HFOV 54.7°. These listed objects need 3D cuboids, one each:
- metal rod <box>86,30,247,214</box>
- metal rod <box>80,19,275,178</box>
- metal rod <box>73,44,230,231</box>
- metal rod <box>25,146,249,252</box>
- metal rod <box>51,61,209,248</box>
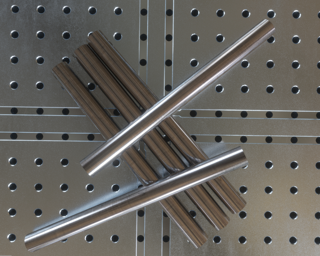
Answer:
[{"bbox_3d":[0.009,-0.008,0.413,0.025,0.025,0.300,-40,91,0],"label":"metal rod"},{"bbox_3d":[0.028,-0.043,0.393,0.301,0.025,0.025,-38,90,-8],"label":"metal rod"},{"bbox_3d":[-0.011,0.013,0.413,0.025,0.025,0.300,-39,91,0],"label":"metal rod"},{"bbox_3d":[-0.035,0.093,0.392,0.301,0.025,0.025,-24,90,8],"label":"metal rod"},{"bbox_3d":[-0.040,0.036,0.413,0.025,0.025,0.300,-39,91,0],"label":"metal rod"}]
